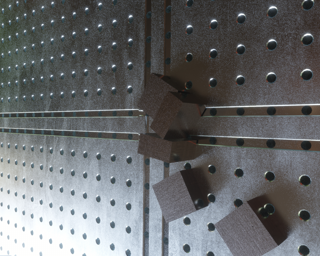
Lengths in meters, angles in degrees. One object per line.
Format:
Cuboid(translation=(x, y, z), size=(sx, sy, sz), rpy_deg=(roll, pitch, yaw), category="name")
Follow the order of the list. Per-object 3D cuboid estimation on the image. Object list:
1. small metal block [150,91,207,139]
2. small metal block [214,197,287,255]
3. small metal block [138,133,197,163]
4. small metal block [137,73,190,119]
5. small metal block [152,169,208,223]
Cuboid(translation=(0.023, -0.015, 0.373), size=(0.025, 0.050, 0.050), rpy_deg=(42, 115, 32), category="small metal block")
Cuboid(translation=(0.095, 0.110, 0.330), size=(0.050, 0.025, 0.050), rpy_deg=(-47, 62, 29), category="small metal block")
Cuboid(translation=(0.009, 0.023, 0.384), size=(0.050, 0.050, 0.025), rpy_deg=(13, 99, 39), category="small metal block")
Cuboid(translation=(0.003, -0.037, 0.405), size=(0.050, 0.025, 0.050), rpy_deg=(39, 114, 32), category="small metal block")
Cuboid(translation=(0.024, 0.085, 0.388), size=(0.050, 0.025, 0.050), rpy_deg=(-35, 69, 34), category="small metal block")
